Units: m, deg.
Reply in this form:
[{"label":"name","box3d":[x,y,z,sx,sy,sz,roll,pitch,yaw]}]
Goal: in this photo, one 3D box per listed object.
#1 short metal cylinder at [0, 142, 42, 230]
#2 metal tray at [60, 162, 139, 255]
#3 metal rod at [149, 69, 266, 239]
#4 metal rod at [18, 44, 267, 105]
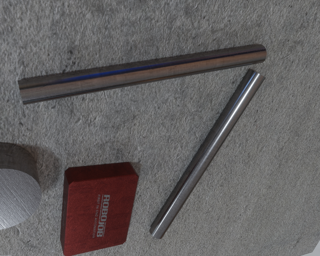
[{"label":"short metal cylinder","box3d":[-0.174,0.062,0.334,0.081,0.050,0.079,-14,124,-21]},{"label":"metal tray","box3d":[-0.085,0.112,0.426,0.091,0.030,0.129,-3,120,-27]},{"label":"metal rod","box3d":[0.065,0.048,0.472,0.025,0.025,0.298,19,108,-36]},{"label":"metal rod","box3d":[-0.002,-0.068,0.363,0.302,0.025,0.025,-13,124,-21]}]
